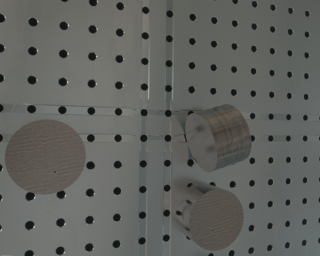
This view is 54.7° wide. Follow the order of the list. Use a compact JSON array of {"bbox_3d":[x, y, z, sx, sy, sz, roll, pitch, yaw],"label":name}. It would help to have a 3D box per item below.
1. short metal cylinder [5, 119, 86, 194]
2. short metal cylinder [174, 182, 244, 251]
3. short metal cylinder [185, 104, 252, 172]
[{"bbox_3d":[-0.128,0.031,0.352,0.081,0.050,0.079,0,90,-20],"label":"short metal cylinder"},{"bbox_3d":[0.066,0.119,0.424,0.081,0.050,0.079,0,90,-20],"label":"short metal cylinder"},{"bbox_3d":[0.075,0.013,0.411,0.050,0.080,0.080,-16,96,-19],"label":"short metal cylinder"}]
